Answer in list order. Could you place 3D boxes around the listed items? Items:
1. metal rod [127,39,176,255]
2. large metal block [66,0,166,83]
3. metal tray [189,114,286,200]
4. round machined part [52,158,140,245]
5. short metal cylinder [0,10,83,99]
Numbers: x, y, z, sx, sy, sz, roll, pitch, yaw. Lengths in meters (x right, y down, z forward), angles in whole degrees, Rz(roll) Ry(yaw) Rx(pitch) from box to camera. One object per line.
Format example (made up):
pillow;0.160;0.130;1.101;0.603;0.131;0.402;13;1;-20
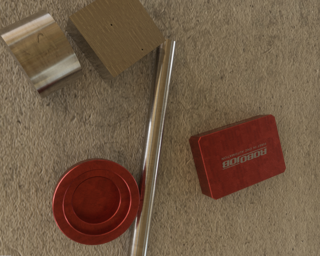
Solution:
metal rod;-0.011;0.033;0.405;0.025;0.025;0.298;9;87;-20
large metal block;-0.054;-0.113;0.376;0.080;0.050;0.080;-40;103;-16
metal tray;0.115;0.039;0.451;0.131;0.030;0.089;-16;96;-20
round machined part;-0.077;0.085;0.372;0.099;0.042;0.097;0;90;-21
short metal cylinder;-0.127;-0.078;0.333;0.050;0.080;0.080;-34;102;-17
